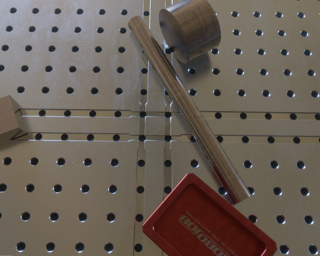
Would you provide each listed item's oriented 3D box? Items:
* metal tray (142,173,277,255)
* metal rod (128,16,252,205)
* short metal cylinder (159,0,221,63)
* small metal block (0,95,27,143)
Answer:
[{"bbox_3d":[0.056,0.128,0.362,0.130,0.030,0.090,40,74,13],"label":"metal tray"},{"bbox_3d":[0.032,-0.036,0.425,0.025,0.025,0.299,-26,72,-9],"label":"metal rod"},{"bbox_3d":[0.041,-0.138,0.434,0.050,0.080,0.080,-30,73,-10],"label":"short metal cylinder"},{"bbox_3d":[-0.214,-0.009,0.412,0.050,0.025,0.050,-22,72,-8],"label":"small metal block"}]
